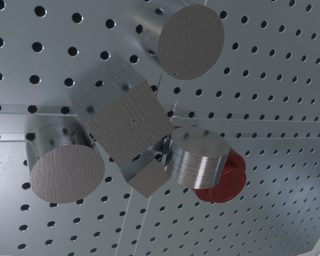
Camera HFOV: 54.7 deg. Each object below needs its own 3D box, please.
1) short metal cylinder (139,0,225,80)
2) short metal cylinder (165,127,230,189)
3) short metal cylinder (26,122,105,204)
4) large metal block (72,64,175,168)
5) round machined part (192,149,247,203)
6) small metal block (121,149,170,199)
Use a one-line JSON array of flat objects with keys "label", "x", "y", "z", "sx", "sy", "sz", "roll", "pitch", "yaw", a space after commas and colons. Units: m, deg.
[{"label": "short metal cylinder", "x": 0.024, "y": -0.100, "z": 0.346, "sx": 0.081, "sy": 0.050, "sz": 0.079, "roll": -14, "pitch": 124, "yaw": -21}, {"label": "short metal cylinder", "x": 0.050, "y": 0.039, "z": 0.427, "sx": 0.081, "sy": 0.080, "sz": 0.050, "roll": -3, "pitch": 120, "yaw": -27}, {"label": "short metal cylinder", "x": -0.110, "y": 0.040, "z": 0.360, "sx": 0.081, "sy": 0.050, "sz": 0.079, "roll": -14, "pitch": 124, "yaw": -21}, {"label": "large metal block", "x": -0.041, "y": -0.014, "z": 0.364, "sx": 0.080, "sy": 0.050, "sz": 0.080, "roll": -35, "pitch": 129, "yaw": -5}, {"label": "round machined part", "x": 0.101, "y": 0.083, "z": 0.507, "sx": 0.099, "sy": 0.042, "sz": 0.097, "roll": -14, "pitch": 124, "yaw": -21}, {"label": "small metal block", "x": -0.018, "y": 0.066, "z": 0.442, "sx": 0.050, "sy": 0.025, "sz": 0.050, "roll": -41, "pitch": 130, "yaw": 0}]
